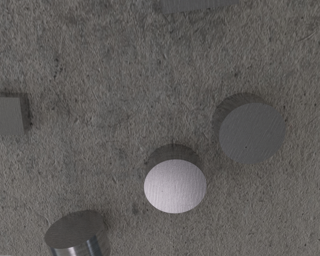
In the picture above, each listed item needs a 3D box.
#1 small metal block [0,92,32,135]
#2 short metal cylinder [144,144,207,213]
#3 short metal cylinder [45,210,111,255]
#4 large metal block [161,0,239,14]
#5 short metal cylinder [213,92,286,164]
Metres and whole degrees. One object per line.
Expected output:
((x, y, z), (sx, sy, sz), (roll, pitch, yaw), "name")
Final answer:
((-0.199, -0.019, 0.401), (0.050, 0.025, 0.050), (1, 110, -1), "small metal block")
((0.020, 0.068, 0.422), (0.081, 0.050, 0.079), (0, 110, 0), "short metal cylinder")
((-0.115, 0.162, 0.439), (0.080, 0.080, 0.050), (-9, 110, 3), "short metal cylinder")
((0.037, -0.170, 0.334), (0.080, 0.050, 0.079), (-7, 110, 2), "large metal block")
((0.111, -0.001, 0.397), (0.081, 0.050, 0.079), (0, 110, 0), "short metal cylinder")
